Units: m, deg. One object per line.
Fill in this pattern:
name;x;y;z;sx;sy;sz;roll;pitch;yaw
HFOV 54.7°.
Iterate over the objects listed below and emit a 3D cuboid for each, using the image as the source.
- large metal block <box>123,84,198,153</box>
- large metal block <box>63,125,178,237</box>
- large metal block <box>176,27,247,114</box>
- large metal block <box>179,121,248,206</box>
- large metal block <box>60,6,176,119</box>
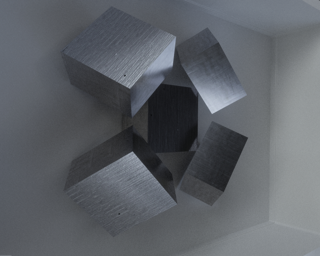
large metal block;0.001;-0.011;0.388;0.081;0.050;0.080;1;90;-40
large metal block;-0.039;0.057;0.329;0.080;0.050;0.080;-30;118;12
large metal block;0.067;-0.079;0.417;0.080;0.050;0.080;54;16;-26
large metal block;0.070;0.050;0.419;0.080;0.050;0.080;-59;169;-24
large metal block;-0.040;-0.070;0.324;0.080;0.080;0.050;-53;165;-27
